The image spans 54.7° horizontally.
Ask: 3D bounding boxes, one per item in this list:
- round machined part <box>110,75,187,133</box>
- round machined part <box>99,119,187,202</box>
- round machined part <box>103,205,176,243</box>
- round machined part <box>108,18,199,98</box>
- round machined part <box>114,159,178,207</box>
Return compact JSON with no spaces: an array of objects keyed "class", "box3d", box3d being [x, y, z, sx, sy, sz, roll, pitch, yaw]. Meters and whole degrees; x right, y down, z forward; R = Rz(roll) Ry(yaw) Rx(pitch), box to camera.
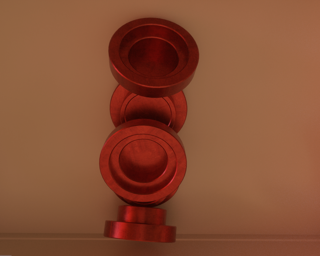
[{"class":"round machined part","box3d":[-0.014,-0.022,0.392,0.099,0.042,0.097,0,110,-1]},{"class":"round machined part","box3d":[-0.019,0.035,0.367,0.099,0.042,0.097,0,110,-1]},{"class":"round machined part","box3d":[-0.026,0.132,0.430,0.099,0.098,0.042,6,73,-3]},{"class":"round machined part","box3d":[-0.008,-0.075,0.353,0.099,0.098,0.042,7,152,-3]},{"class":"round machined part","box3d":[-0.021,0.069,0.425,0.099,0.042,0.097,0,110,-1]}]
